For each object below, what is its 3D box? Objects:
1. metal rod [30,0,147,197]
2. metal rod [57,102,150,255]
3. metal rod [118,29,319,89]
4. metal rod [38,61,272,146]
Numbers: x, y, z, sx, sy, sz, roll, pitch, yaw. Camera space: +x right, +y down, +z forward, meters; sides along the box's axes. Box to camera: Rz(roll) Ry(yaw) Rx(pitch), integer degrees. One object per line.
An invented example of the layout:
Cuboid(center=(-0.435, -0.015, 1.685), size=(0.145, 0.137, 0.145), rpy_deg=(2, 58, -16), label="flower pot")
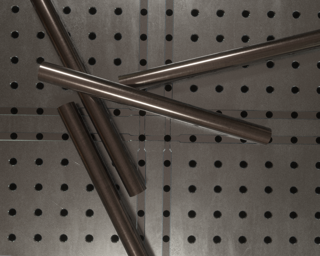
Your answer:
Cuboid(center=(-0.096, -0.047, 0.412), size=(0.025, 0.025, 0.299), rpy_deg=(-27, 90, 0), label="metal rod")
Cuboid(center=(-0.060, 0.105, 0.412), size=(0.025, 0.025, 0.299), rpy_deg=(-26, 90, 0), label="metal rod")
Cuboid(center=(0.095, -0.092, 0.414), size=(0.302, 0.025, 0.025), rpy_deg=(-13, 90, -1), label="metal rod")
Cuboid(center=(-0.001, -0.029, 0.398), size=(0.302, 0.025, 0.025), rpy_deg=(16, 90, -7), label="metal rod")
